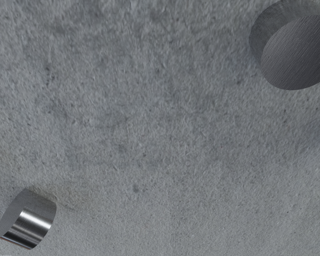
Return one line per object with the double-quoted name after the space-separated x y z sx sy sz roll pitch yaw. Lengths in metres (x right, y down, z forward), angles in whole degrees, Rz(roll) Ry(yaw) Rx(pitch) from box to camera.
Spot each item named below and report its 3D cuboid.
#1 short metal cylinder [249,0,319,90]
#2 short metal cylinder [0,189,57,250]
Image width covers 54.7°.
0.139 -0.086 0.320 0.081 0.050 0.079 0 130 0 "short metal cylinder"
-0.211 0.144 0.491 0.080 0.080 0.050 -36 122 26 "short metal cylinder"
